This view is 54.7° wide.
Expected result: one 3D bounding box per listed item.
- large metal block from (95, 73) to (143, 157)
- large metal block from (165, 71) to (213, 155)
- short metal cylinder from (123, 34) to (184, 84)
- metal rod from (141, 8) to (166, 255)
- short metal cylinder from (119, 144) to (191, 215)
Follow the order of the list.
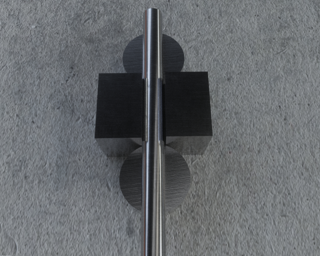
[{"bbox_3d":[-0.046,-0.013,0.384,0.050,0.080,0.080,-1,70,0],"label":"large metal block"},{"bbox_3d":[0.031,-0.015,0.386,0.050,0.080,0.080,-1,70,0],"label":"large metal block"},{"bbox_3d":[-0.008,-0.082,0.426,0.081,0.050,0.080,0,69,0],"label":"short metal cylinder"},{"bbox_3d":[-0.008,-0.010,0.359,0.025,0.025,0.299,-1,70,0],"label":"metal rod"},{"bbox_3d":[-0.006,0.065,0.373,0.081,0.050,0.080,0,69,0],"label":"short metal cylinder"}]
